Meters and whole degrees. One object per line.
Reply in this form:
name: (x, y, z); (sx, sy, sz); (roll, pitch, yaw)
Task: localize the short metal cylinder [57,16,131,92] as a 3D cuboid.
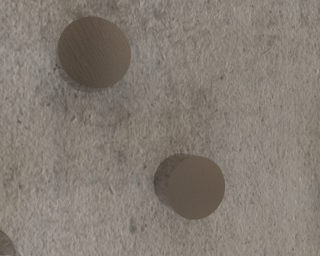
short metal cylinder: (-0.080, -0.084, 0.367); (0.081, 0.050, 0.079); (0, 90, -21)

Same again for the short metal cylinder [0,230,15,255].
short metal cylinder: (-0.197, 0.149, 0.323); (0.081, 0.050, 0.079); (0, 90, -21)

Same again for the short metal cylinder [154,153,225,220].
short metal cylinder: (0.038, 0.075, 0.411); (0.081, 0.050, 0.079); (0, 90, -21)
